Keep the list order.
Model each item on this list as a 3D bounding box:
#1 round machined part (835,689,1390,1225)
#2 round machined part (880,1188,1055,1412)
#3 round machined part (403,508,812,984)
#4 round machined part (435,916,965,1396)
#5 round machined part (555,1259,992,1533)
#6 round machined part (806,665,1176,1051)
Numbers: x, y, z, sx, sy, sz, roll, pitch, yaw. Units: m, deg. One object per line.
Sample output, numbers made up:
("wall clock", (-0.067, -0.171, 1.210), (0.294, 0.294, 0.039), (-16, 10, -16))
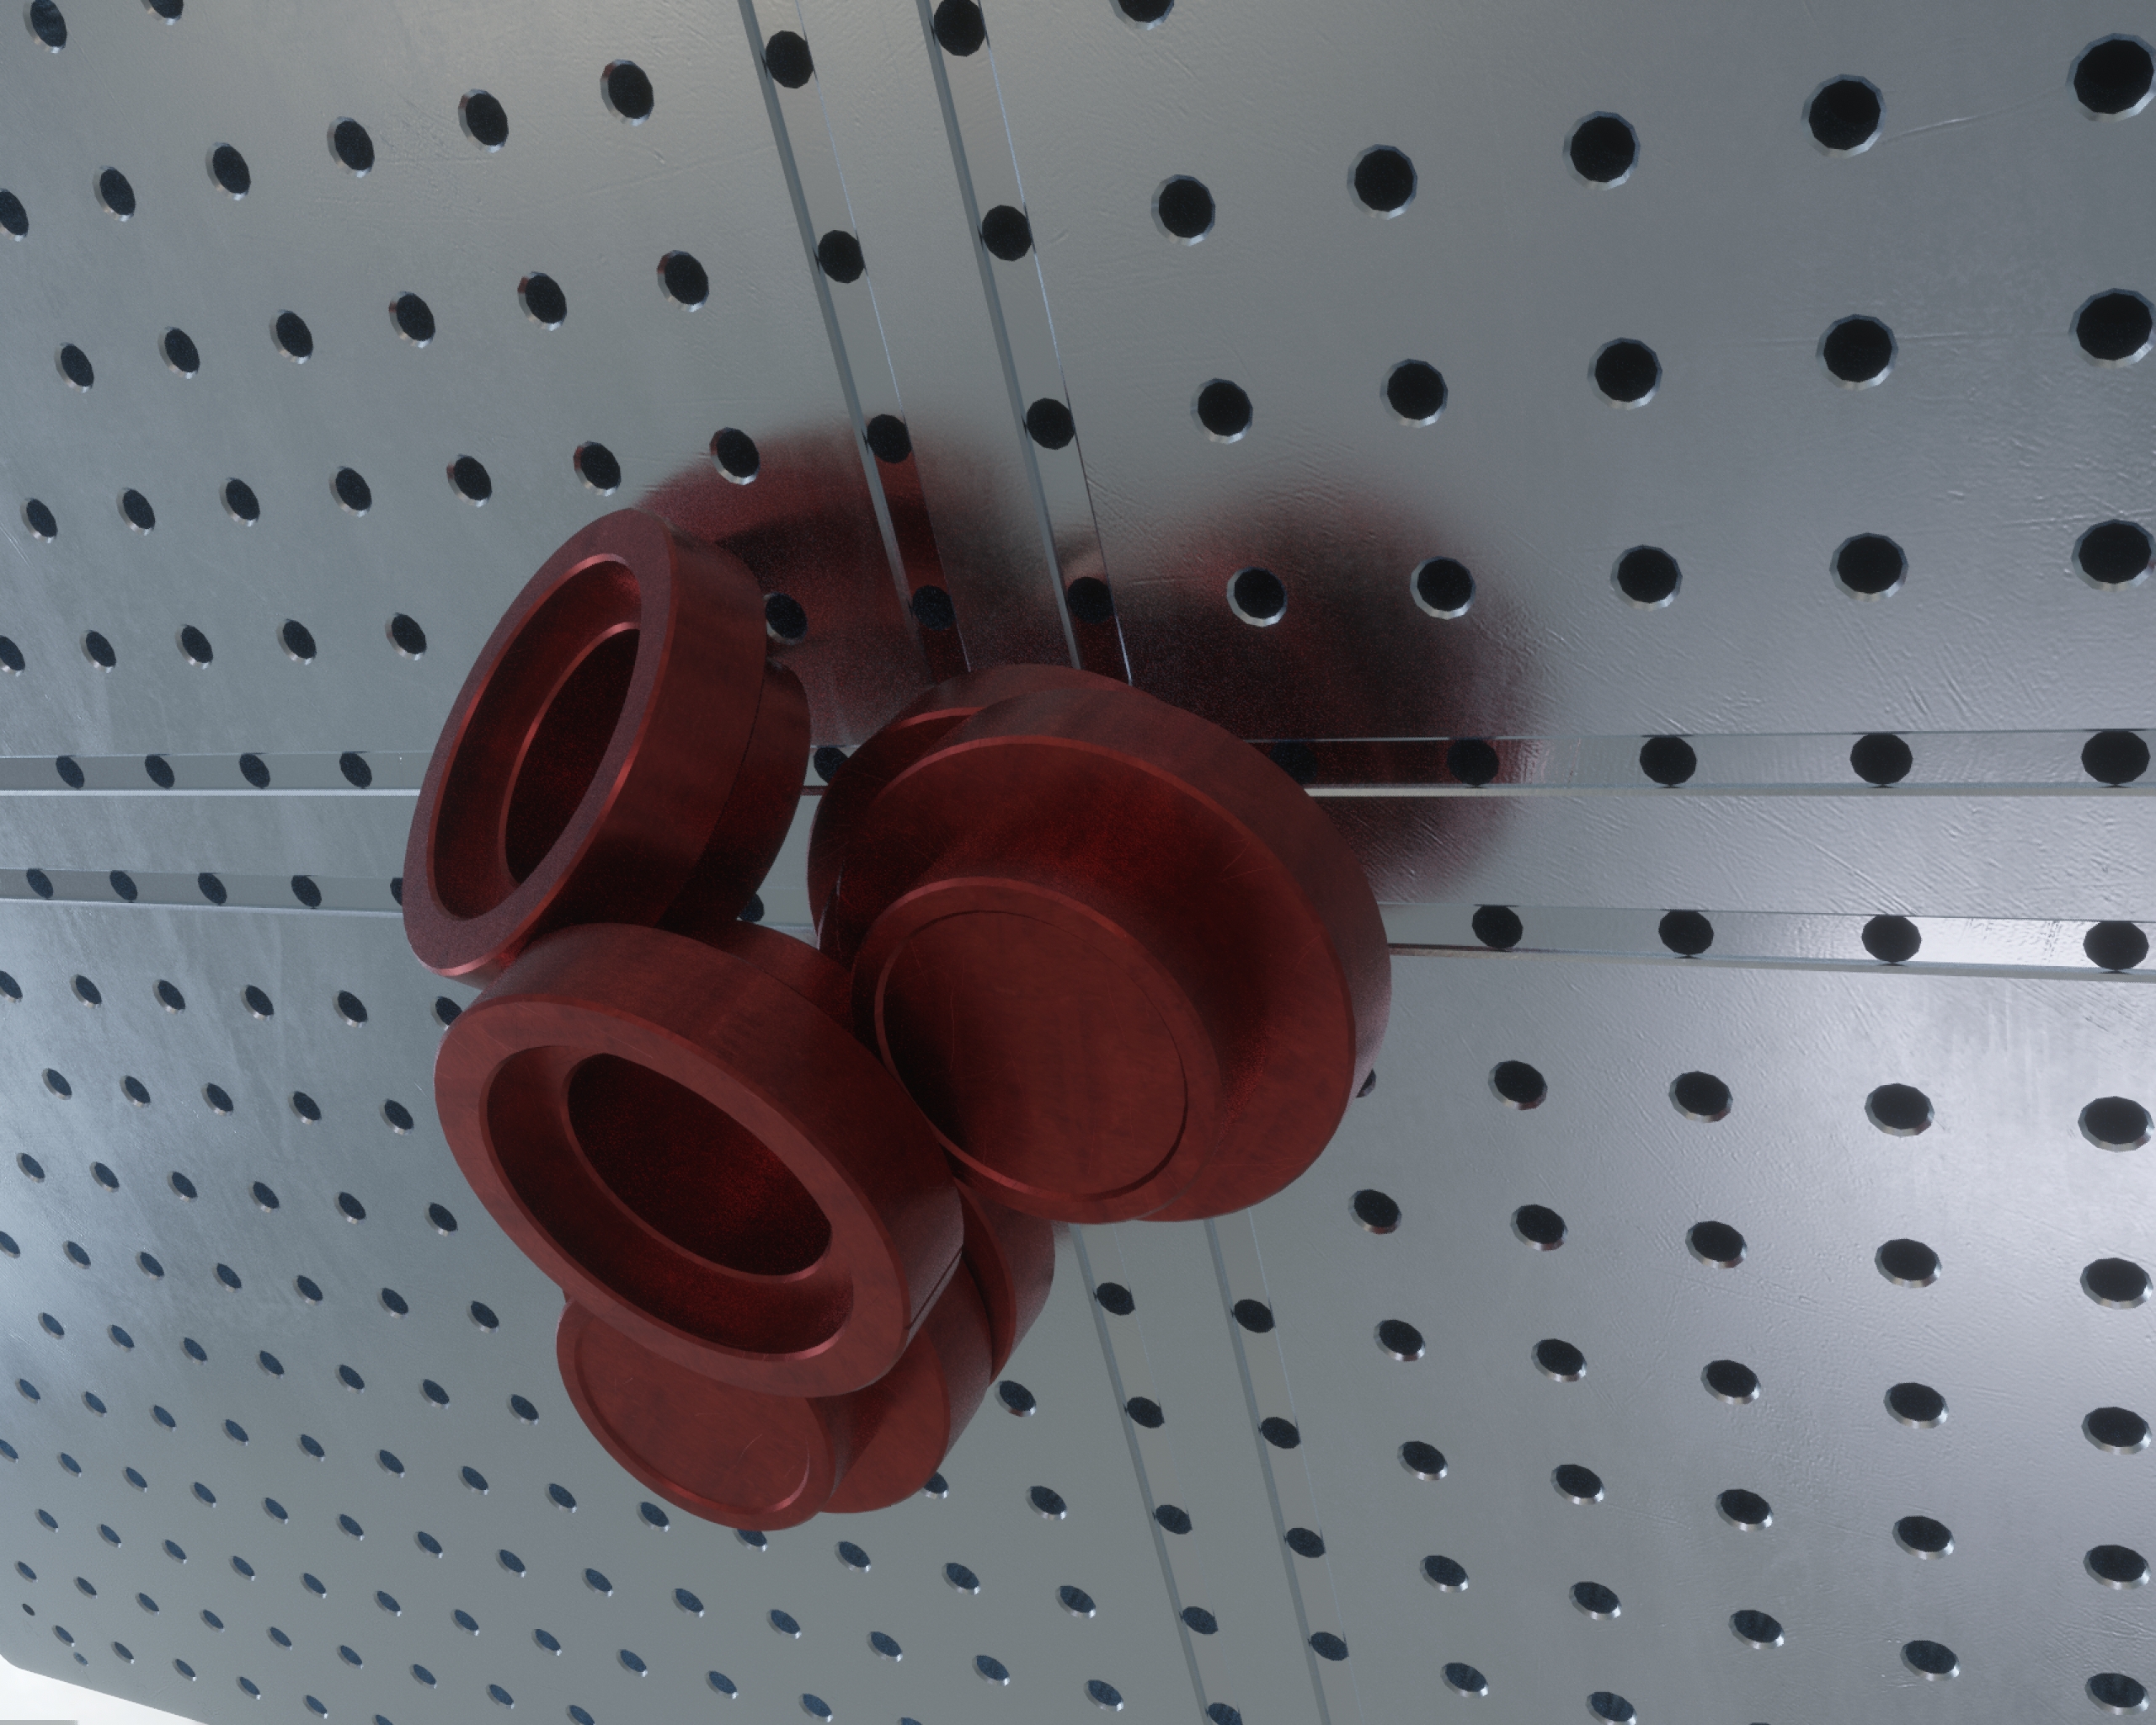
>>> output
("round machined part", (0.000, 0.023, 0.359), (0.098, 0.042, 0.097), (13, 123, 21))
("round machined part", (-0.058, 0.085, 0.457), (0.098, 0.042, 0.097), (13, 124, 21))
("round machined part", (-0.090, -0.017, 0.413), (0.042, 0.098, 0.098), (26, 138, -35))
("round machined part", (-0.064, 0.049, 0.382), (0.098, 0.042, 0.097), (17, 134, 19))
("round machined part", (-0.071, 0.104, 0.448), (0.098, 0.042, 0.097), (13, 124, 21))
("round machined part", (-0.009, 0.016, 0.388), (0.098, 0.042, 0.097), (13, 124, 21))
